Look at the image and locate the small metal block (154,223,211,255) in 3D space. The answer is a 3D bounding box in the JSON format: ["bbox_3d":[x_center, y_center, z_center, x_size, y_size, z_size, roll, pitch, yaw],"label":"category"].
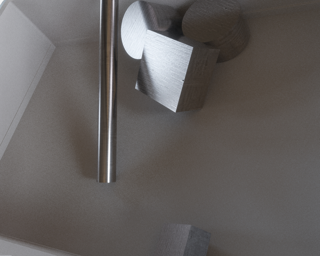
[{"bbox_3d":[0.019,0.123,0.304,0.050,0.025,0.050,-23,42,56],"label":"small metal block"}]

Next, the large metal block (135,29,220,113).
[{"bbox_3d":[0.020,-0.075,0.399,0.080,0.050,0.079,34,120,38],"label":"large metal block"}]

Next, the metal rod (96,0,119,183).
[{"bbox_3d":[-0.069,-0.079,0.412,0.025,0.025,0.298,-2,85,27],"label":"metal rod"}]

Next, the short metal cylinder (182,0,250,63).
[{"bbox_3d":[0.077,-0.137,0.426,0.080,0.050,0.080,-12,63,25],"label":"short metal cylinder"}]

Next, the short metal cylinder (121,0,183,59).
[{"bbox_3d":[-0.013,-0.142,0.456,0.080,0.050,0.079,11,105,45],"label":"short metal cylinder"}]
